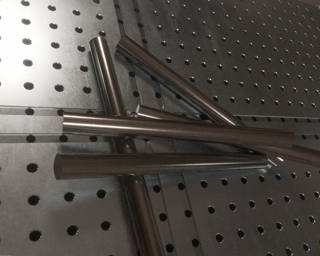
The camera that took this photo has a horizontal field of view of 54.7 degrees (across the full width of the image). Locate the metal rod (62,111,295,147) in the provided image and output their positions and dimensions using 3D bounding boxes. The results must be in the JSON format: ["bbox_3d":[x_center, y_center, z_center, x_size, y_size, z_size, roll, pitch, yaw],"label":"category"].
[{"bbox_3d":[0.038,0.005,0.383,0.302,0.025,0.025,4,60,-20],"label":"metal rod"}]

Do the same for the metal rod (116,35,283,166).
[{"bbox_3d":[0.063,-0.039,0.467,0.301,0.025,0.025,36,51,-5],"label":"metal rod"}]

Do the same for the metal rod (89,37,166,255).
[{"bbox_3d":[-0.045,0.012,0.377,0.025,0.025,0.299,-3,63,-30],"label":"metal rod"}]

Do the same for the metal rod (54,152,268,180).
[{"bbox_3d":[0.028,0.042,0.375,0.302,0.025,0.025,3,60,-36],"label":"metal rod"}]

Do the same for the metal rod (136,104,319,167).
[{"bbox_3d":[0.113,0.016,0.439,0.302,0.025,0.025,14,56,-13],"label":"metal rod"}]
